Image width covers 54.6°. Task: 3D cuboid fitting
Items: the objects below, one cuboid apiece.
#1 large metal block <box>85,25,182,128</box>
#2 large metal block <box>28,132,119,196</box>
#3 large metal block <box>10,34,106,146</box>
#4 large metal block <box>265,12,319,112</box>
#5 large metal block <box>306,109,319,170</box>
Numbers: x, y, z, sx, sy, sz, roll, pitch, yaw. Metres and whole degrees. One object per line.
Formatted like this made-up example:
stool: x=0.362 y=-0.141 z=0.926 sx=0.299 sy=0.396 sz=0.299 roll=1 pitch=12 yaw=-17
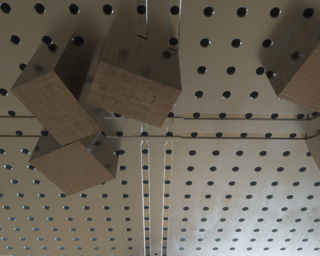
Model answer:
large metal block: x=-0.026 y=-0.055 z=0.328 sx=0.080 sy=0.080 sz=0.050 roll=18 pitch=128 yaw=-15
large metal block: x=-0.115 y=0.040 z=0.428 sx=0.080 sy=0.050 sz=0.080 roll=-22 pitch=127 yaw=18
large metal block: x=-0.101 y=-0.042 z=0.339 sx=0.050 sy=0.080 sz=0.080 roll=-20 pitch=128 yaw=16
large metal block: x=0.179 y=-0.066 z=0.340 sx=0.080 sy=0.050 sz=0.080 roll=17 pitch=128 yaw=-15
large metal block: x=0.242 y=0.003 z=0.400 sx=0.080 sy=0.050 sz=0.080 roll=-10 pitch=130 yaw=8
